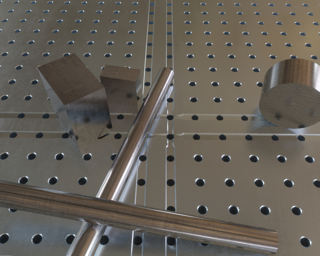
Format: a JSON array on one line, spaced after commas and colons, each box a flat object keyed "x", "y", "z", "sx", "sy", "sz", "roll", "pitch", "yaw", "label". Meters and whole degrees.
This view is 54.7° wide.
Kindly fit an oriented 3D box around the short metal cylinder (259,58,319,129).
[{"x": 0.176, "y": -0.044, "z": 0.410, "sx": 0.080, "sy": 0.080, "sz": 0.050, "roll": 15, "pitch": 52, "yaw": 12, "label": "short metal cylinder"}]

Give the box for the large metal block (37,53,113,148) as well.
[{"x": -0.108, "y": -0.036, "z": 0.401, "sx": 0.050, "sy": 0.080, "sz": 0.080, "roll": -29, "pitch": 56, "yaw": -22, "label": "large metal block"}]

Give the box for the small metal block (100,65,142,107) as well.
[{"x": -0.054, "y": -0.059, "z": 0.441, "sx": 0.050, "sy": 0.050, "sz": 0.025, "roll": 10, "pitch": 51, "yaw": 8, "label": "small metal block"}]

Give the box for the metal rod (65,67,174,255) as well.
[{"x": -0.036, "y": 0.026, "z": 0.385, "sx": 0.025, "sy": 0.025, "sz": 0.300, "roll": 14, "pitch": 51, "yaw": 11, "label": "metal rod"}]

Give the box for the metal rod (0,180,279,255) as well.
[{"x": -0.034, "y": 0.087, "z": 0.306, "sx": 0.302, "sy": 0.025, "sz": 0.025, "roll": 11, "pitch": 50, "yaw": -2, "label": "metal rod"}]
